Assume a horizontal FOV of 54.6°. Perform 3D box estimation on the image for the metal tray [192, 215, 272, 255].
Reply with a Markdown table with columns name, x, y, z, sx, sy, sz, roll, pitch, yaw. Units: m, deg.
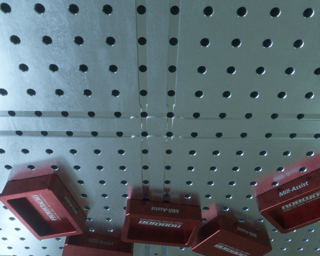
| name | x | y | z | sx | sy | sz | roll | pitch | yaw |
| --- | --- | --- | --- | --- | --- | --- | --- | --- | --- |
| metal tray | 0.137 | 0.222 | 0.598 | 0.131 | 0.030 | 0.090 | 27 | 125 | -21 |

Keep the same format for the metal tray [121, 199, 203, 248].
| name | x | y | z | sx | sy | sz | roll | pitch | yaw |
| --- | --- | --- | --- | --- | --- | --- | --- | --- | --- |
| metal tray | 0.001 | 0.172 | 0.554 | 0.131 | 0.030 | 0.089 | 8 | 130 | -7 |

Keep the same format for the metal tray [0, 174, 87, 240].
| name | x | y | z | sx | sy | sz | roll | pitch | yaw |
| --- | --- | --- | --- | --- | --- | --- | --- | --- | --- |
| metal tray | -0.192 | 0.137 | 0.522 | 0.090 | 0.030 | 0.130 | -11 | 130 | 9 |

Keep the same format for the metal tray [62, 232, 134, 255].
| name | x | y | z | sx | sy | sz | roll | pitch | yaw |
| --- | --- | --- | --- | --- | --- | --- | --- | --- | --- |
| metal tray | -0.126 | 0.250 | 0.620 | 0.131 | 0.030 | 0.089 | 13 | 129 | -11 |

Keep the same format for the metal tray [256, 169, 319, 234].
| name | x | y | z | sx | sy | sz | roll | pitch | yaw |
| --- | --- | --- | --- | --- | --- | --- | --- | --- | --- |
| metal tray | 0.240 | 0.123 | 0.514 | 0.130 | 0.030 | 0.090 | -32 | 124 | 24 |
